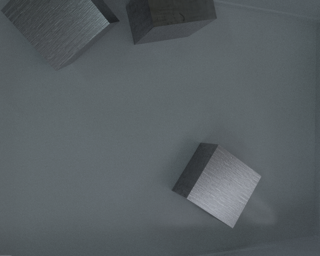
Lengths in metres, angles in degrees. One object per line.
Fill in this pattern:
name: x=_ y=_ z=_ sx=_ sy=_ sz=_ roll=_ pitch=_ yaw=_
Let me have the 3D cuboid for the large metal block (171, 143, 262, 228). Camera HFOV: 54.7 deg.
large metal block: x=0.077 y=0.076 z=0.426 sx=0.080 sy=0.050 sz=0.080 roll=36 pitch=78 yaw=-17

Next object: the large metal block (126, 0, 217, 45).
large metal block: x=0.011 y=-0.143 z=0.385 sx=0.081 sy=0.080 sz=0.050 roll=-14 pitch=95 yaw=-19

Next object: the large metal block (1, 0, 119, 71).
large metal block: x=-0.105 y=-0.123 z=0.339 sx=0.080 sy=0.050 sz=0.080 roll=-36 pitch=104 yaw=17
